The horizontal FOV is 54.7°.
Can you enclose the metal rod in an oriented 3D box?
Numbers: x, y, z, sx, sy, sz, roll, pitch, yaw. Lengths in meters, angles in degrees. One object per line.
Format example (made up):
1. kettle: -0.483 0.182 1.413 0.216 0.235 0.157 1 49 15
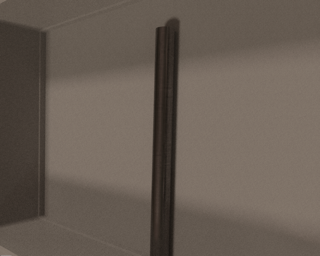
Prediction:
1. metal rod: 0.003 0.022 0.402 0.025 0.025 0.298 2 92 39
